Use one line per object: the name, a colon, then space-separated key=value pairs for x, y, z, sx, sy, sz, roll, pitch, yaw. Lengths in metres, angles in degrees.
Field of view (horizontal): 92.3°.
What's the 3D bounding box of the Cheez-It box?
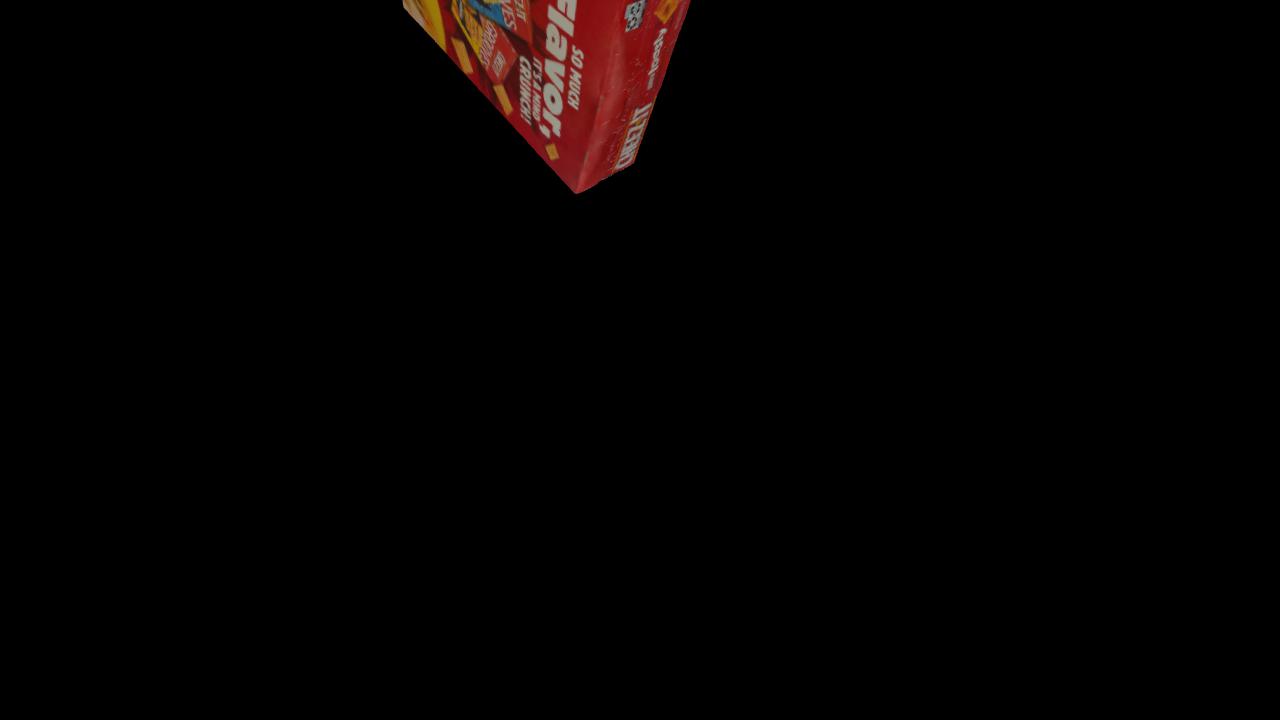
Cheez-It box: x=-0.077 y=-0.251 z=0.414 sx=0.071 sy=0.223 sz=0.166 roll=-37 pitch=-11 yaw=-26
